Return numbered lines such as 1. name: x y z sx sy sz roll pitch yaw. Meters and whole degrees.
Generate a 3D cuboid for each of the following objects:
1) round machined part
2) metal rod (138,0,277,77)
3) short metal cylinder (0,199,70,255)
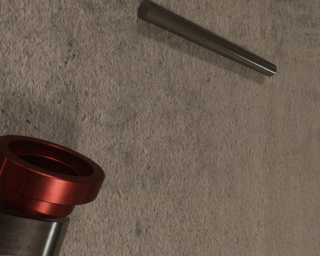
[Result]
1. round machined part: -0.103 0.045 0.276 0.099 0.098 0.042 19 96 -39
2. metal rod: 0.094 -0.129 0.485 0.302 0.025 0.025 10 84 -40
3. short metal cylinder: -0.125 0.095 0.265 0.080 0.080 0.050 24 76 -38
